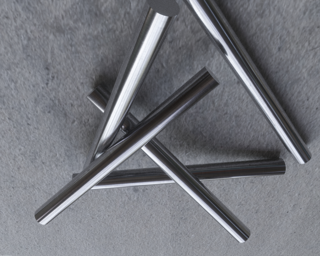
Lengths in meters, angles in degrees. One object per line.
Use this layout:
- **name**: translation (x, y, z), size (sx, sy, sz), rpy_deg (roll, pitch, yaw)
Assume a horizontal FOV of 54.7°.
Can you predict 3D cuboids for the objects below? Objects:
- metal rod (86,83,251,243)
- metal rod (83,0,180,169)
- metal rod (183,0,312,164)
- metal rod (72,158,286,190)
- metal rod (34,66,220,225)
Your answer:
- **metal rod**: translation (0.022, 0.057, 0.413), size (0.025, 0.025, 0.300), rpy_deg (-36, 109, 26)
- **metal rod**: translation (-0.049, -0.014, 0.339), size (0.025, 0.025, 0.298), rpy_deg (16, 145, -14)
- **metal rod**: translation (0.114, -0.049, 0.367), size (0.025, 0.025, 0.300), rpy_deg (-30, 124, 23)
- **metal rod**: translation (0.030, 0.066, 0.444), size (0.302, 0.025, 0.025), rpy_deg (-4, 130, -5)
- **metal rod**: translation (-0.053, 0.033, 0.377), size (0.299, 0.025, 0.025), rpy_deg (-39, 121, 20)
